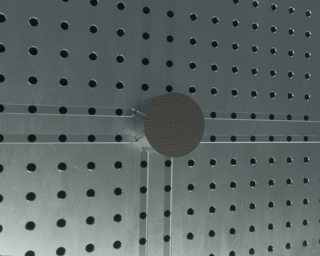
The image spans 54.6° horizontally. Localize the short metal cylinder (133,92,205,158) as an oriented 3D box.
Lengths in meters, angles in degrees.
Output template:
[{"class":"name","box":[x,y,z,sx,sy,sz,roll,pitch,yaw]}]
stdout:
[{"class":"short metal cylinder","box":[0.010,-0.004,0.403,0.081,0.050,0.080,0,90,-20]}]
